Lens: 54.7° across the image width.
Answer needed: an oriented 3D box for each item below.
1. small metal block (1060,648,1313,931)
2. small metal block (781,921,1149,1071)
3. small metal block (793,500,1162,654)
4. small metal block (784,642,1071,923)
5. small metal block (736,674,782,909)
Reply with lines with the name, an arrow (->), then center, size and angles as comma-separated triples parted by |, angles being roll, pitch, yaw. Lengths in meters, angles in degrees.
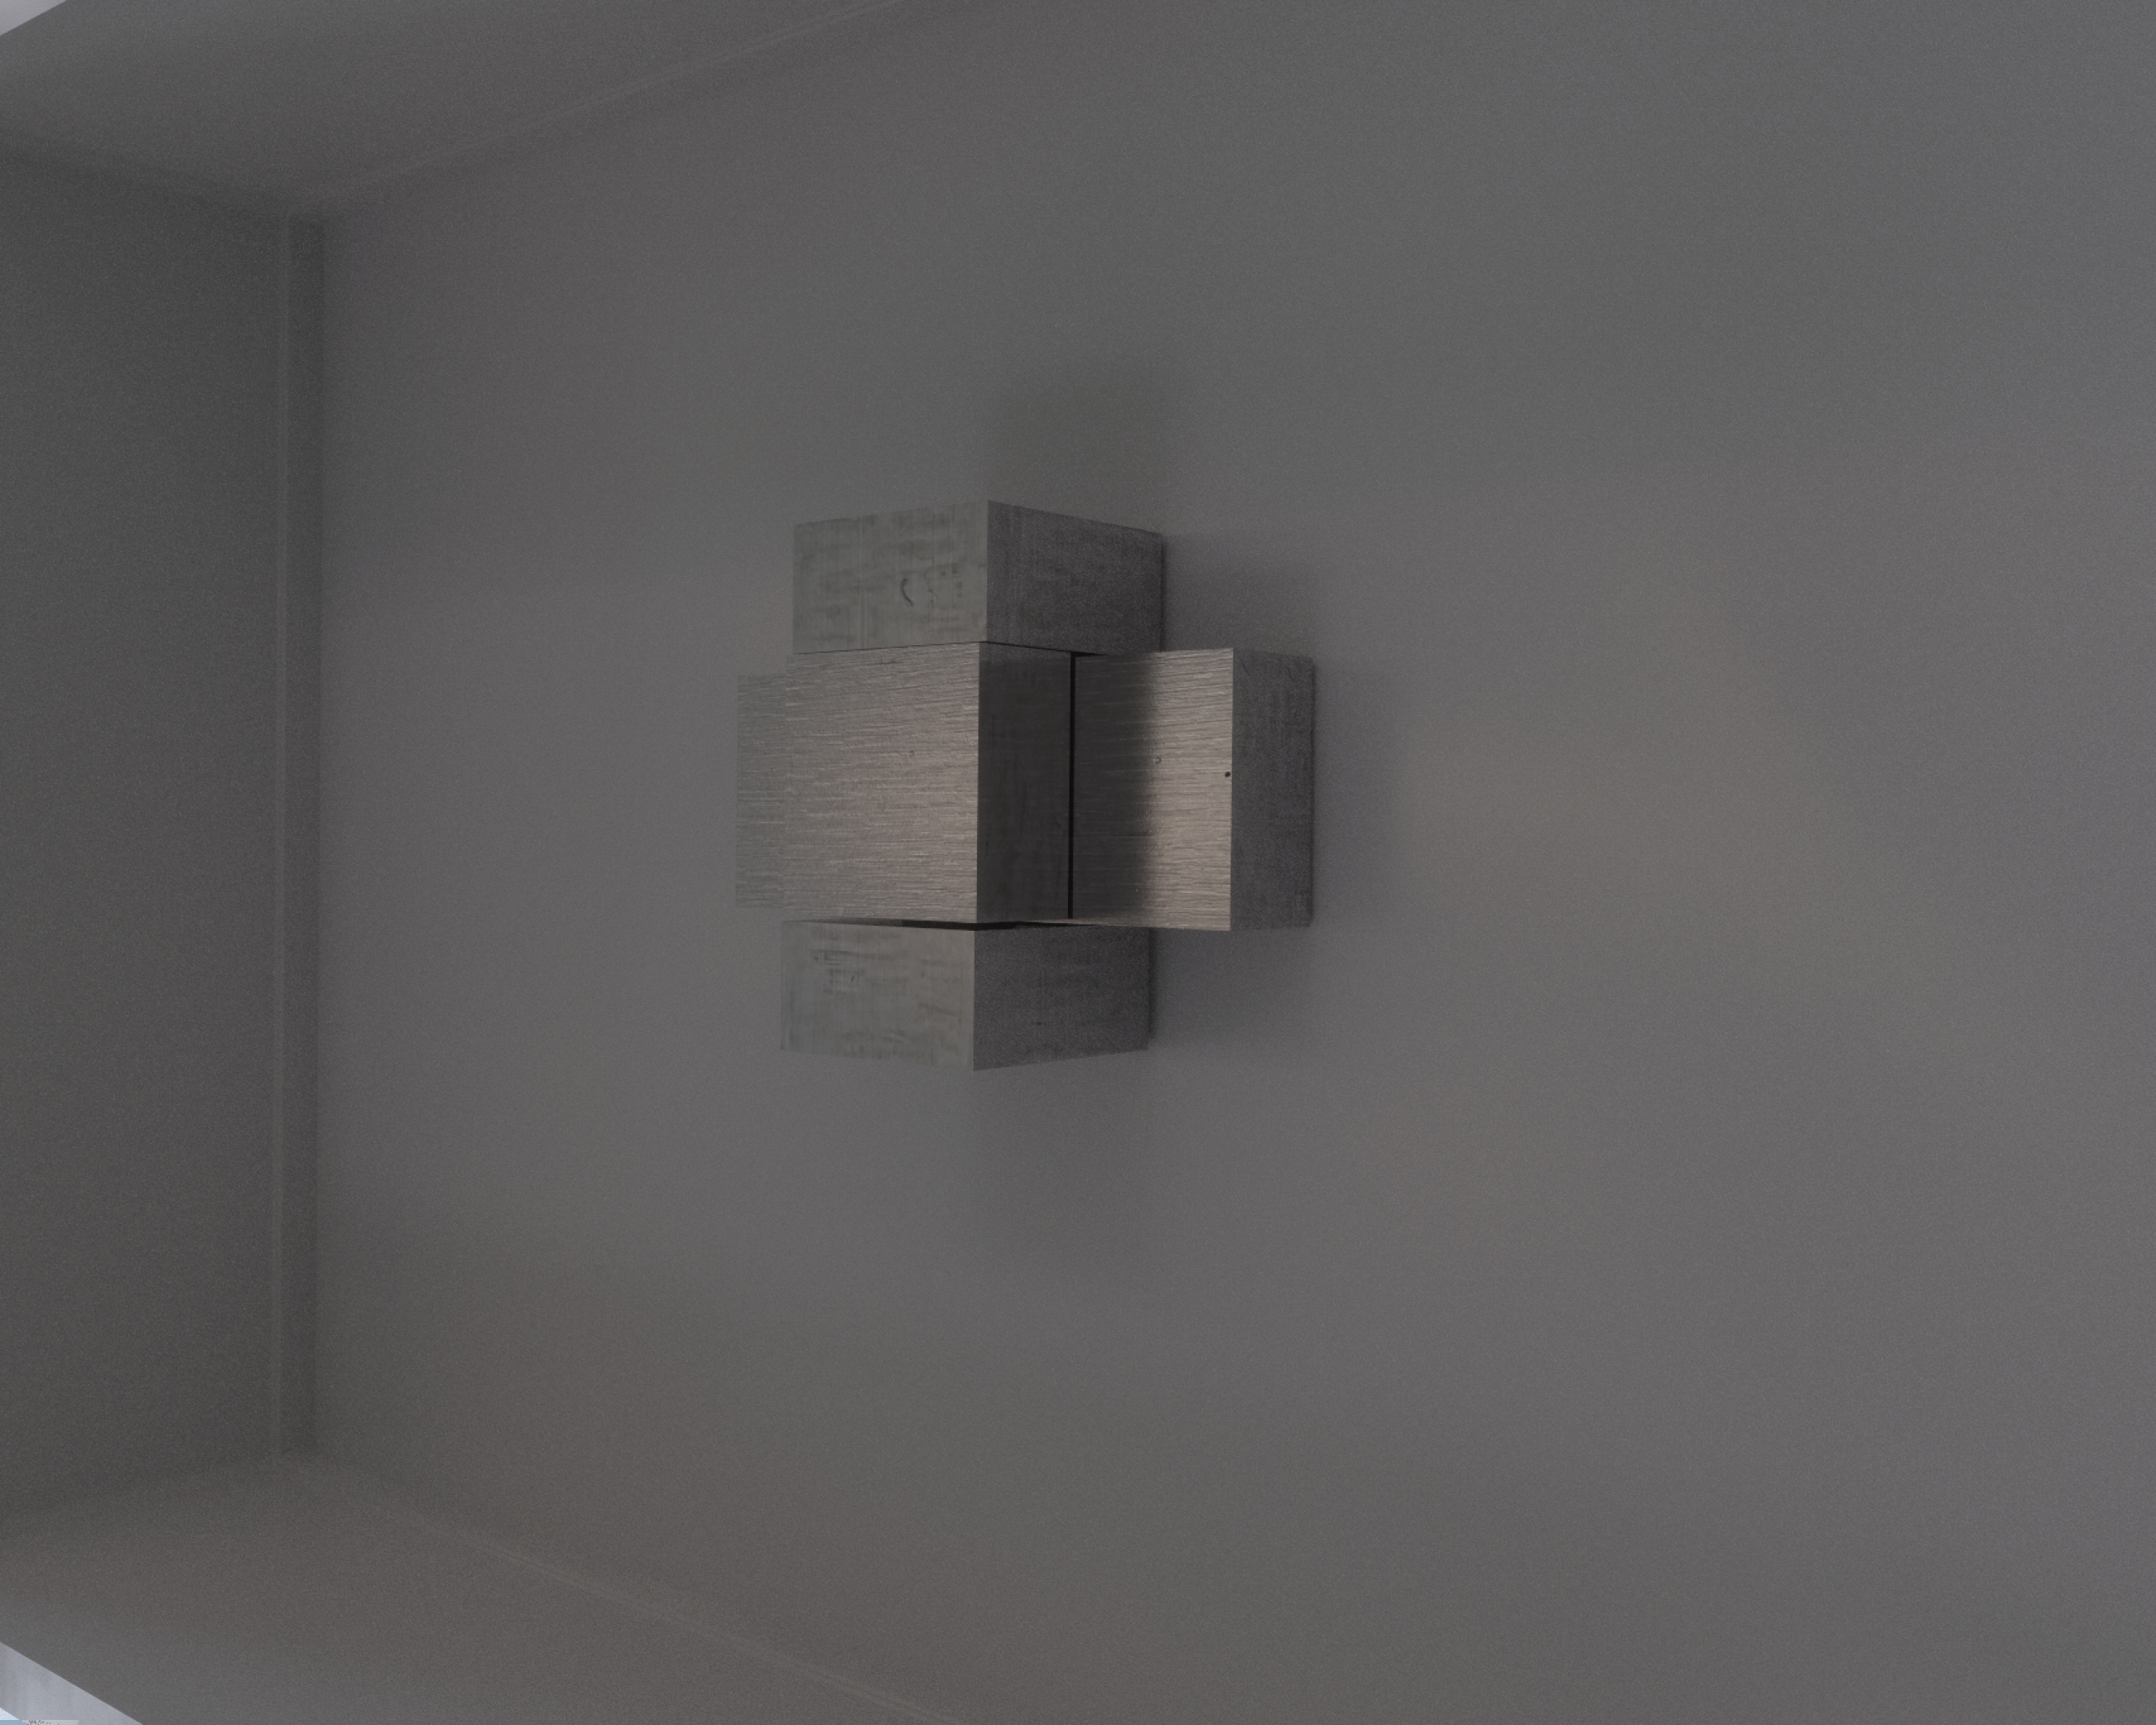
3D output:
small metal block -> 0.016, -0.013, 0.392 | 0.050, 0.025, 0.050 | 1, 91, 39
small metal block -> -0.022, 0.024, 0.404 | 0.050, 0.050, 0.025 | 1, 91, 40
small metal block -> -0.019, -0.052, 0.404 | 0.050, 0.050, 0.025 | 1, 91, 40
small metal block -> -0.029, -0.015, 0.395 | 0.050, 0.025, 0.050 | 1, 91, 39
small metal block -> -0.046, -0.015, 0.442 | 0.050, 0.025, 0.050 | 1, 91, 40
